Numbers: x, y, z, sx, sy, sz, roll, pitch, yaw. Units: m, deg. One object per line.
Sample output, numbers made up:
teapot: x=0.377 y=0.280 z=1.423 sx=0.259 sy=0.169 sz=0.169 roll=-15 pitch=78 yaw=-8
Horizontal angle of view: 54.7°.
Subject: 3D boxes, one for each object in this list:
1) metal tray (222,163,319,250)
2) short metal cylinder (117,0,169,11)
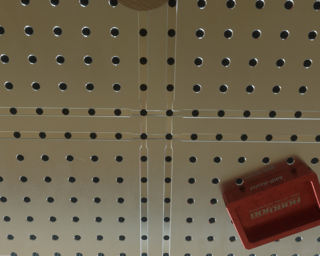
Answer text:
metal tray: x=0.170 y=0.117 z=0.455 sx=0.130 sy=0.030 sz=0.090 roll=-23 pitch=109 yaw=8
short metal cylinder: x=-0.018 y=-0.170 z=0.337 sx=0.081 sy=0.050 sz=0.079 roll=0 pitch=110 yaw=0
